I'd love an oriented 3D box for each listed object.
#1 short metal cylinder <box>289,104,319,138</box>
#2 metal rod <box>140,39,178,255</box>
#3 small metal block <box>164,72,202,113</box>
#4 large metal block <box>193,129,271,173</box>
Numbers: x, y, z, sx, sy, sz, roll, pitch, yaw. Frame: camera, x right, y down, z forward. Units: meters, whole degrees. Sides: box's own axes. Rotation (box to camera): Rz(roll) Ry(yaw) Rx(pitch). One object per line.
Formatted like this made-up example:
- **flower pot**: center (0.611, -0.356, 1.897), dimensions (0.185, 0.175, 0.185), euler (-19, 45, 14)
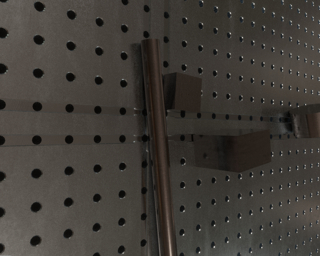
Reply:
- **short metal cylinder**: center (0.315, -0.016, 0.642), dimensions (0.081, 0.080, 0.050), euler (-24, 106, -38)
- **metal rod**: center (0.000, 0.036, 0.410), dimensions (0.025, 0.025, 0.298), euler (-9, 96, -40)
- **small metal block**: center (0.032, -0.048, 0.438), dimensions (0.050, 0.025, 0.050), euler (5, 87, -40)
- **large metal block**: center (0.109, 0.030, 0.467), dimensions (0.081, 0.080, 0.050), euler (-8, 96, -40)
